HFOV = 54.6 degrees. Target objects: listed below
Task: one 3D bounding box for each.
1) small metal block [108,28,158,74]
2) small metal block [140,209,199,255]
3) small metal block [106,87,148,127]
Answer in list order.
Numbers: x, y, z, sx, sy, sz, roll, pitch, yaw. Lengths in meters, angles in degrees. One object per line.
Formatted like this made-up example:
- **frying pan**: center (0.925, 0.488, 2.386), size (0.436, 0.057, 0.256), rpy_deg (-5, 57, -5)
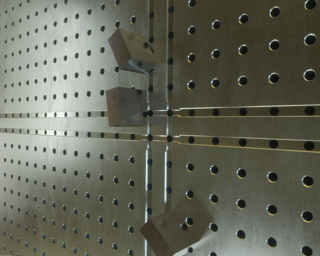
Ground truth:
- **small metal block**: center (-0.037, -0.104, 0.425), size (0.025, 0.050, 0.050), rpy_deg (-37, 67, 34)
- **small metal block**: center (0.012, 0.134, 0.384), size (0.050, 0.050, 0.025), rpy_deg (50, 120, 28)
- **small metal block**: center (-0.046, -0.028, 0.432), size (0.025, 0.050, 0.050), rpy_deg (-11, 83, 40)
